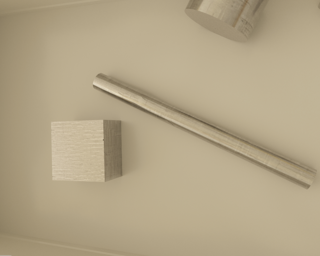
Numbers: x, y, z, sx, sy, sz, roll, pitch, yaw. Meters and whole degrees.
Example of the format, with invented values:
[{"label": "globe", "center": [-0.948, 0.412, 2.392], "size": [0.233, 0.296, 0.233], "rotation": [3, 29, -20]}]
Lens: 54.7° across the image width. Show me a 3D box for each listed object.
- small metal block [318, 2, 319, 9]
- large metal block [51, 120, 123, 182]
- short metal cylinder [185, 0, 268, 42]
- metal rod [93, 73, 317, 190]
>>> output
[{"label": "small metal block", "center": [0.212, -0.135, 0.336], "size": [0.050, 0.025, 0.050], "rotation": [-39, 78, 15]}, {"label": "large metal block", "center": [-0.101, 0.030, 0.431], "size": [0.080, 0.050, 0.079], "rotation": [-2, 90, 19]}, {"label": "short metal cylinder", "center": [0.076, -0.140, 0.354], "size": [0.080, 0.080, 0.050], "rotation": [30, 100, 17]}, {"label": "metal rod", "center": [0.042, -0.004, 0.395], "size": [0.301, 0.025, 0.025], "rotation": [26, 98, 17]}]
